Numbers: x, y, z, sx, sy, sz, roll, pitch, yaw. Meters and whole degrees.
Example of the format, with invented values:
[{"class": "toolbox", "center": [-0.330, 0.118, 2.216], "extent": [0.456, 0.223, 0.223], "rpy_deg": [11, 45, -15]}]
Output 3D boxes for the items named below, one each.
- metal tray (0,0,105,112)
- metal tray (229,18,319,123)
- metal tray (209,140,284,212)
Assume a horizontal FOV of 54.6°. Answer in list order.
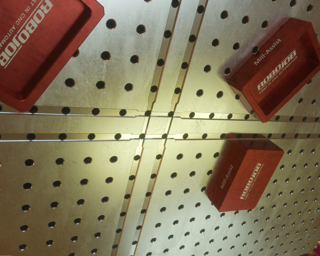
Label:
[{"class": "metal tray", "center": [-0.126, -0.089, 0.283], "extent": [0.130, 0.030, 0.090], "rpy_deg": [-50, 129, 7]}, {"class": "metal tray", "center": [0.172, -0.081, 0.450], "extent": [0.130, 0.030, 0.090], "rpy_deg": [-45, 129, 3]}, {"class": "metal tray", "center": [0.151, 0.085, 0.542], "extent": [0.091, 0.030, 0.129], "rpy_deg": [5, 116, -31]}]
